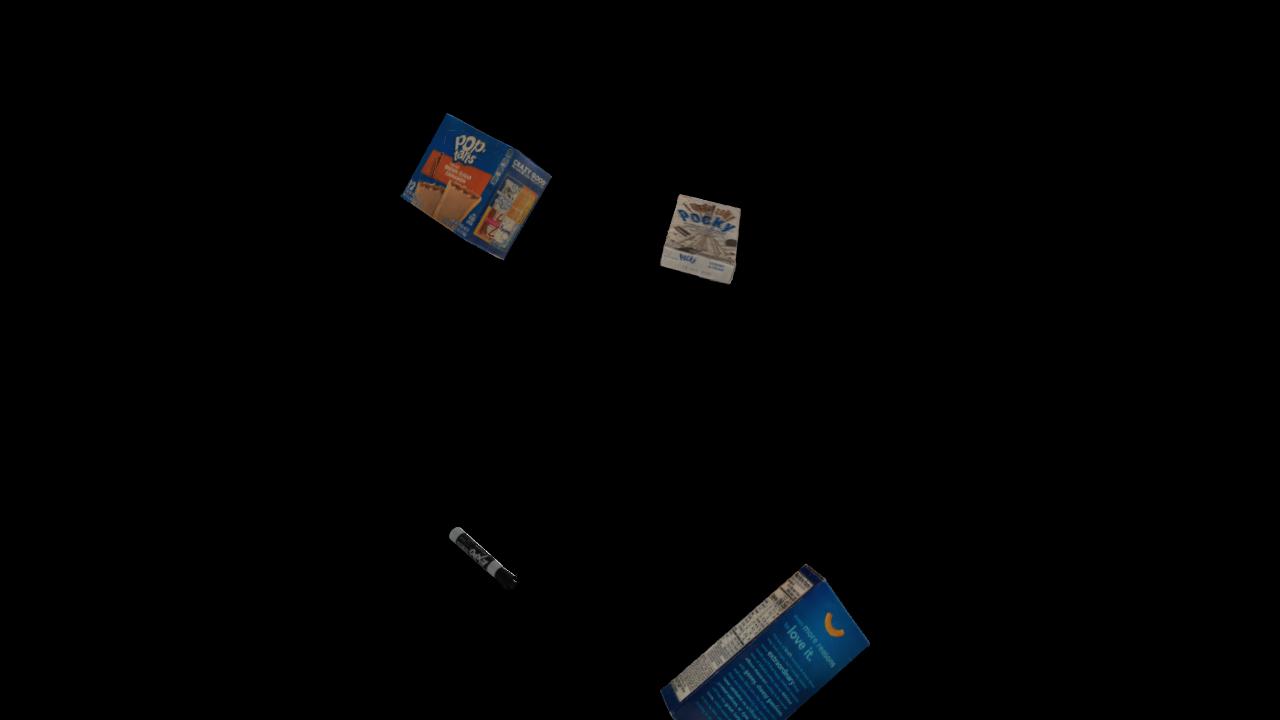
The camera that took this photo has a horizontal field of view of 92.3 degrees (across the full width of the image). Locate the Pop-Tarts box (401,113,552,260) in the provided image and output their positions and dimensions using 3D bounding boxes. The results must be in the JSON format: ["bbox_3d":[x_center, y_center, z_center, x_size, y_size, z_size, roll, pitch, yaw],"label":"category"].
[{"bbox_3d":[-0.237,-0.249,0.881,0.167,0.141,0.083,35,6,29],"label":"Pop-Tarts box"}]

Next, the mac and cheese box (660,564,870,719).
[{"bbox_3d":[0.118,0.288,0.577,0.184,0.093,0.041,-37,14,-7],"label":"mac and cheese box"}]

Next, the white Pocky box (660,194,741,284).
[{"bbox_3d":[0.075,-0.147,0.728,0.084,0.028,0.154,14,38,1],"label":"white Pocky box"}]

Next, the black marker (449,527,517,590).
[{"bbox_3d":[-0.195,0.247,0.765,0.121,0.020,0.020,26,15,33],"label":"black marker"}]
